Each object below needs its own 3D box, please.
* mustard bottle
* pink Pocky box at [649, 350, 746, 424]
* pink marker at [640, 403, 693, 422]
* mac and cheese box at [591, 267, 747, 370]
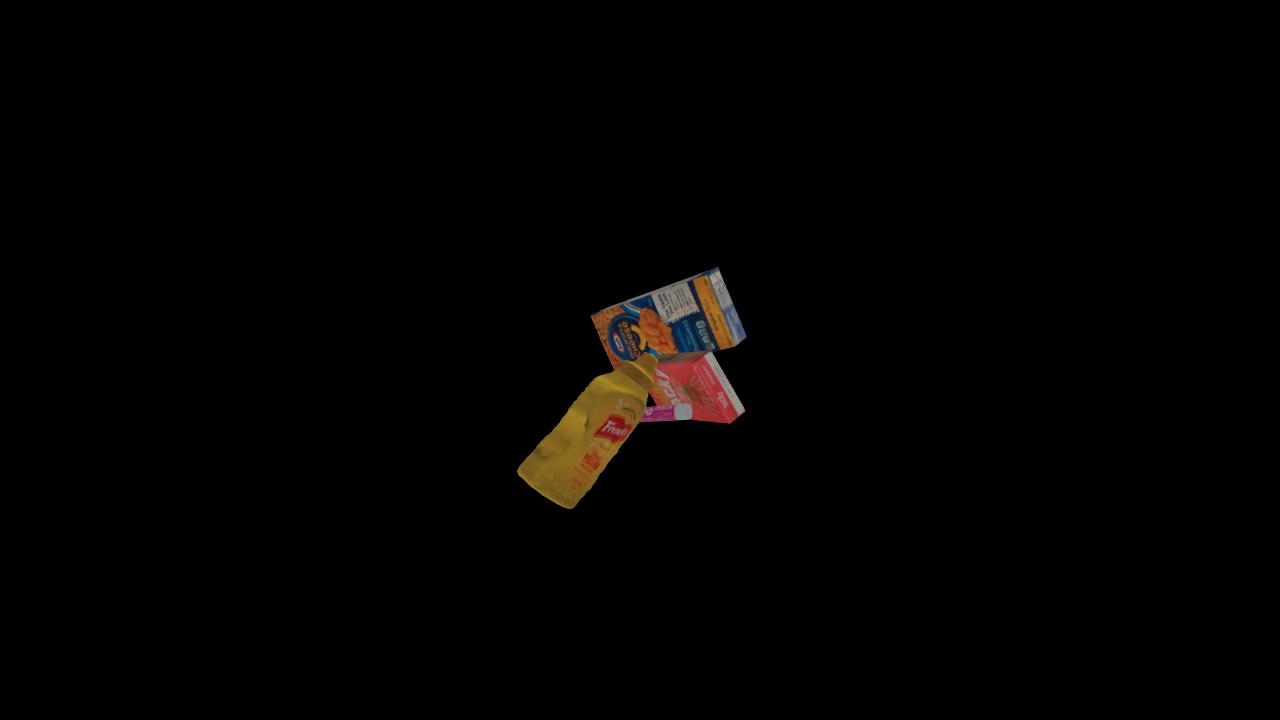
[{"bbox_3d":[-0.043,0.066,0.649,0.054,0.184,0.092,32,-11,42],"label":"mustard bottle"},{"bbox_3d":[0.054,0.032,0.739,0.029,0.084,0.155,-36,14,-23],"label":"pink Pocky box"},{"bbox_3d":[0.003,0.064,0.724,0.121,0.020,0.020,-7,-3,28],"label":"pink marker"},{"bbox_3d":[0.031,-0.042,0.765,0.184,0.093,0.041,-16,13,37],"label":"mac and cheese box"}]
